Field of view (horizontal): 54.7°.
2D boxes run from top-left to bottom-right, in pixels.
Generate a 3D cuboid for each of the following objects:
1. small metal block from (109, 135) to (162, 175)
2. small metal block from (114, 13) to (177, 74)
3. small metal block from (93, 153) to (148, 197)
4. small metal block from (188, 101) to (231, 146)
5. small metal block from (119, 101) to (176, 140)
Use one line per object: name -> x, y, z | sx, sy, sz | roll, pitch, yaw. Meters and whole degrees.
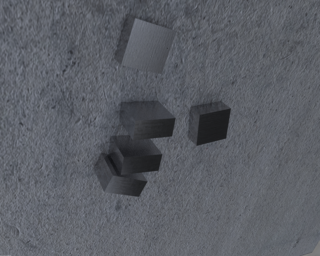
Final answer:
small metal block -> -0.032, 0.032, 0.393 | 0.050, 0.050, 0.025 | -2, 120, -28
small metal block -> -0.017, -0.092, 0.341 | 0.050, 0.025, 0.050 | 7, 115, -32
small metal block -> -0.052, 0.060, 0.400 | 0.050, 0.050, 0.025 | 17, 109, -35
small metal block -> 0.069, -0.007, 0.440 | 0.050, 0.025, 0.050 | -12, 124, -22
small metal block -> -0.017, -0.011, 0.375 | 0.050, 0.050, 0.025 | -5, 121, -26
